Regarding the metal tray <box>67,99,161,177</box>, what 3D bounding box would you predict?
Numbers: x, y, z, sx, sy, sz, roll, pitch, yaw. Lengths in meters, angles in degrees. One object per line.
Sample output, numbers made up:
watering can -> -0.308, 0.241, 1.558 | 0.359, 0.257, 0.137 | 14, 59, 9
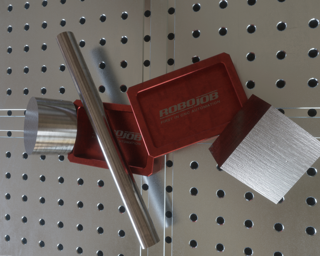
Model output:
metal tray -> -0.062, 0.011, 0.431 | 0.130, 0.030, 0.089 | 7, 92, 19

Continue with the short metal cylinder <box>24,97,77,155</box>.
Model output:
short metal cylinder -> -0.155, -0.001, 0.435 | 0.080, 0.050, 0.080 | -8, 80, 54

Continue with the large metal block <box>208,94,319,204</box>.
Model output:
large metal block -> 0.115, 0.022, 0.340 | 0.080, 0.050, 0.080 | 33, 103, -15

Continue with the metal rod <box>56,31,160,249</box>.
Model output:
metal rod -> -0.071, 0.009, 0.406 | 0.025, 0.025, 0.299 | -27, 81, 18

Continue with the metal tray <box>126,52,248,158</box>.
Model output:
metal tray -> 0.036, -0.026, 0.377 | 0.131, 0.030, 0.090 | -20, 83, 2
